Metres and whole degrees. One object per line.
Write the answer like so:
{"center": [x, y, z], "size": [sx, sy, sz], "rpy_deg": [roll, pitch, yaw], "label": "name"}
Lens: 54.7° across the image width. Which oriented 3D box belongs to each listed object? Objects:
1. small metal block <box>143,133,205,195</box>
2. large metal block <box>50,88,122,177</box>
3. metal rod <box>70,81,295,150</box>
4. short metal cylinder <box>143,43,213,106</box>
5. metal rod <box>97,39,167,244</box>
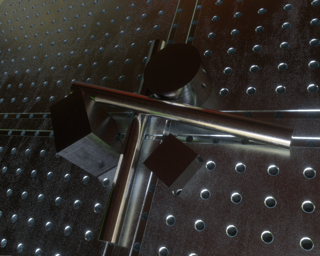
{"center": [0.017, 0.042, 0.373], "size": [0.050, 0.025, 0.050], "rpy_deg": [-48, 52, -6], "label": "small metal block"}
{"center": [-0.096, 0.007, 0.416], "size": [0.050, 0.080, 0.080], "rpy_deg": [-31, 52, 8], "label": "large metal block"}
{"center": [0.008, -0.023, 0.392], "size": [0.301, 0.025, 0.025], "rpy_deg": [14, 69, 25], "label": "metal rod"}
{"center": [0.025, -0.067, 0.419], "size": [0.080, 0.050, 0.080], "rpy_deg": [-13, 56, 20], "label": "short metal cylinder"}
{"center": [-0.031, 0.000, 0.423], "size": [0.025, 0.025, 0.300], "rpy_deg": [-1, 61, 27], "label": "metal rod"}
